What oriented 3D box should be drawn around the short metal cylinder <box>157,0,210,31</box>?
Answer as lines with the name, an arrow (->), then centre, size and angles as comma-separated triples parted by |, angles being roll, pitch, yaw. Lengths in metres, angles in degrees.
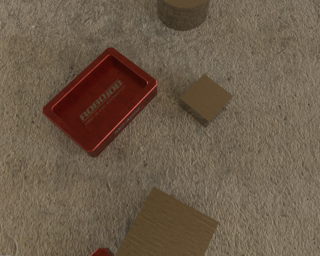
short metal cylinder -> 0.035, -0.195, 0.467 | 0.081, 0.050, 0.080 | 0, 70, 0

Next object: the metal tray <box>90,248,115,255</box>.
metal tray -> -0.054, 0.208, 0.329 | 0.090, 0.030, 0.130 | -41, 75, -14

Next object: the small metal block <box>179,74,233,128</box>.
small metal block -> 0.062, -0.037, 0.422 | 0.050, 0.025, 0.050 | 41, 75, 13

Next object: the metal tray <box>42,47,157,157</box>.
metal tray -> -0.077, -0.037, 0.418 | 0.090, 0.030, 0.130 | 39, 74, 13

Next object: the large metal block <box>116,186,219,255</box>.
large metal block -> 0.009, 0.124, 0.350 | 0.080, 0.050, 0.080 | 27, 72, 9
